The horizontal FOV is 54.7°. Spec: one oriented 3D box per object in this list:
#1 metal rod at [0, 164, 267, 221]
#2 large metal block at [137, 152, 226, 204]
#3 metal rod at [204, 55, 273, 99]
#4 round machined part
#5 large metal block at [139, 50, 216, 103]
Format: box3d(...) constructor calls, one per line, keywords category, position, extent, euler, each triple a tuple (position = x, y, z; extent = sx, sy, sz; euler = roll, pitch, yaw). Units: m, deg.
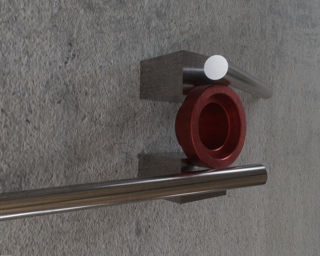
box3d(category="metal rod", position=(-0.027, 0.063, 0.313), extent=(0.303, 0.025, 0.025), euler=(-4, 93, -18))
box3d(category="large metal block", position=(0.028, 0.059, 0.396), extent=(0.081, 0.080, 0.050), euler=(1, 89, -40))
box3d(category="metal rod", position=(0.127, -0.063, 0.445), extent=(0.301, 0.025, 0.025), euler=(-2, 92, -62))
box3d(category="round machined part", position=(0.056, -0.002, 0.368), extent=(0.099, 0.042, 0.097), euler=(0, 90, -40))
box3d(category="large metal block", position=(0.030, -0.061, 0.397), extent=(0.081, 0.080, 0.050), euler=(1, 89, -40))
